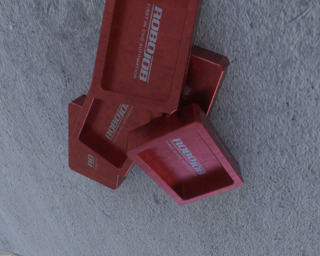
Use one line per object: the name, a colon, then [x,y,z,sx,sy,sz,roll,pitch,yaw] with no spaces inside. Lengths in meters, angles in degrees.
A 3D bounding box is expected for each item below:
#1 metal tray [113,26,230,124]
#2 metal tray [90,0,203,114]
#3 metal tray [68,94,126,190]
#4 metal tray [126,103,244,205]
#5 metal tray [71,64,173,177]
metal tray: [0.004,-0.060,0.365,0.130,0.030,0.089,24,127,13]
metal tray: [-0.013,-0.086,0.313,0.090,0.030,0.129,12,96,9]
metal tray: [-0.091,0.024,0.465,0.090,0.030,0.129,22,127,14]
metal tray: [0.033,0.038,0.366,0.090,0.030,0.130,-24,131,19]
metal tray: [-0.052,-0.007,0.388,0.090,0.030,0.129,36,129,4]
